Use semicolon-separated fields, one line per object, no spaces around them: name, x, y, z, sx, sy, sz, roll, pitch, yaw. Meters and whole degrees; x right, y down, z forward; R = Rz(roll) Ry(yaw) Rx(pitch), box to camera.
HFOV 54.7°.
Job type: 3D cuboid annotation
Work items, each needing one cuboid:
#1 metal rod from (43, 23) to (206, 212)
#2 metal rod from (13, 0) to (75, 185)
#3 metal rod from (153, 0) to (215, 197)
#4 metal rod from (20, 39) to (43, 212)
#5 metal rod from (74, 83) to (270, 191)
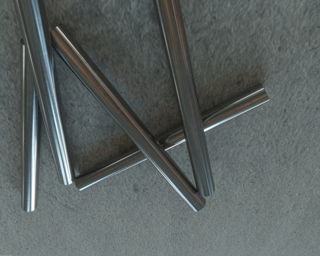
metal rod;-0.028;0.005;0.385;0.025;0.025;0.300;-28;118;21
metal rod;-0.127;-0.027;0.362;0.025;0.025;0.298;4;136;-4
metal rod;0.030;-0.035;0.353;0.025;0.025;0.298;-11;122;8
metal rod;-0.175;0.019;0.420;0.025;0.025;0.298;12;129;-11
metal rod;0.002;0.021;0.424;0.300;0.025;0.025;-27;125;21
